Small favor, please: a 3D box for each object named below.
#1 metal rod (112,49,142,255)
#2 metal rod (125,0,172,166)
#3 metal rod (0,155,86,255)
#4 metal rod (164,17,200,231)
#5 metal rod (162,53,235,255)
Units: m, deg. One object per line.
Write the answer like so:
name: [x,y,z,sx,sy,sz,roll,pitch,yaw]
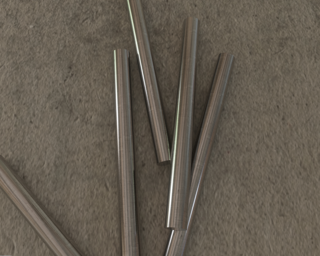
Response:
metal rod: [-0.043,0.033,0.395,0.025,0.025,0.299,-4,70,-2]
metal rod: [-0.020,-0.094,0.442,0.025,0.025,0.299,-10,70,-4]
metal rod: [-0.105,0.144,0.354,0.025,0.025,0.300,-43,76,-14]
metal rod: [0.032,-0.024,0.403,0.025,0.025,0.299,6,65,2]
metal rod: [0.052,0.033,0.396,0.025,0.025,0.299,16,71,5]
